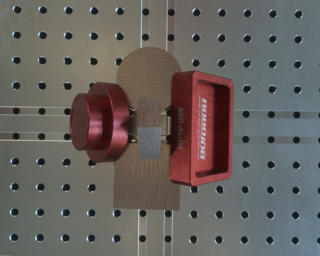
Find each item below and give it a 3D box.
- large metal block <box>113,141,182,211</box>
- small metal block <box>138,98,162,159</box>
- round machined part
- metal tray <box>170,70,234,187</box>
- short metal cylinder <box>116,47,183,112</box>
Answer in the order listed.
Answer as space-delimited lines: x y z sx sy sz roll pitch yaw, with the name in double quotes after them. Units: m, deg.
-0.015 0.059 0.400 0.081 0.050 0.080 2 90 0 "large metal block"
-0.013 0.001 0.358 0.025 0.050 0.050 0 132 -3 "small metal block"
-0.078 -0.007 0.372 0.042 0.098 0.097 1 90 -33 "round machined part"
0.054 0.001 0.382 0.030 0.091 0.129 1 90 43 "metal tray"
-0.012 -0.059 0.400 0.081 0.050 0.080 0 90 0 "short metal cylinder"
